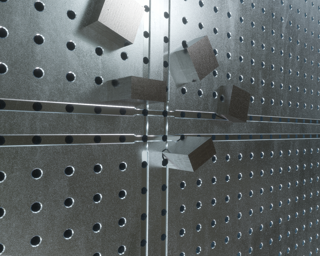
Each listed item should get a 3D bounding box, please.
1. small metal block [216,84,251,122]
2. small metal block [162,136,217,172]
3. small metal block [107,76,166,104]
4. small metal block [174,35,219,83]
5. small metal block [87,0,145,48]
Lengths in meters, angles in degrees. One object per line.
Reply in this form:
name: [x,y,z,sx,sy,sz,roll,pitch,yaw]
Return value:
small metal block: [0.122,-0.039,0.515,0.050,0.025,0.050,18,79,-39]
small metal block: [0.041,0.034,0.429,0.050,0.050,0.025,-32,111,-36]
small metal block: [-0.028,-0.044,0.371,0.050,0.050,0.025,2,89,-40]
small metal block: [0.055,-0.102,0.458,0.050,0.025,0.050,-40,115,-33]
small metal block: [-0.051,-0.132,0.368,0.050,0.025,0.050,26,74,-37]
